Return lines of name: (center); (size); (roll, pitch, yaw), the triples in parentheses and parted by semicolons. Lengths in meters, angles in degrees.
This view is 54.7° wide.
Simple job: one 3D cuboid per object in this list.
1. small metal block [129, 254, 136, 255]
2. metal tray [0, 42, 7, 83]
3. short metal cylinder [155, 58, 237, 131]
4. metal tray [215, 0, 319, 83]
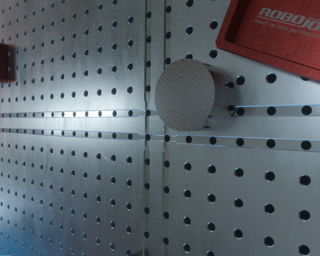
small metal block: (-0.047, 0.219, 0.446); (0.050, 0.025, 0.050); (-49, 61, 28)
metal tray: (-0.409, -0.149, 0.738); (0.130, 0.030, 0.089); (-1, 89, 39)
short metal cylinder: (0.041, -0.036, 0.358); (0.080, 0.050, 0.079); (0, 90, 39)
metal tray: (0.128, -0.102, 0.299); (0.130, 0.030, 0.089); (31, 109, 35)
